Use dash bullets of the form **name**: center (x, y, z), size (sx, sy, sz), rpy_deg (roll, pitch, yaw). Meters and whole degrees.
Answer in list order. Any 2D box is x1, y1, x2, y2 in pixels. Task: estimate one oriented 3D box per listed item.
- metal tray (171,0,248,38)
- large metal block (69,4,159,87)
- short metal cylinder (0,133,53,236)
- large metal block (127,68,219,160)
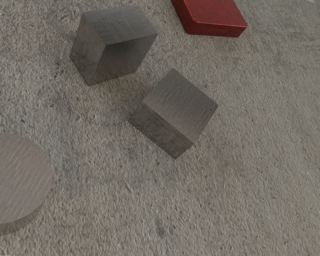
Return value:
- **metal tray**: center (0.093, -0.218, 0.583), size (0.131, 0.030, 0.090), rpy_deg (-7, 65, -31)
- **large metal block**: center (-0.061, -0.106, 0.400), size (0.081, 0.080, 0.050), rpy_deg (-26, 76, -37)
- **short metal cylinder**: center (-0.143, 0.052, 0.279), size (0.081, 0.050, 0.080), rpy_deg (14, 56, -21)
- **large metal block**: center (0.019, -0.020, 0.410), size (0.080, 0.050, 0.080), rpy_deg (39, 51, -2)
